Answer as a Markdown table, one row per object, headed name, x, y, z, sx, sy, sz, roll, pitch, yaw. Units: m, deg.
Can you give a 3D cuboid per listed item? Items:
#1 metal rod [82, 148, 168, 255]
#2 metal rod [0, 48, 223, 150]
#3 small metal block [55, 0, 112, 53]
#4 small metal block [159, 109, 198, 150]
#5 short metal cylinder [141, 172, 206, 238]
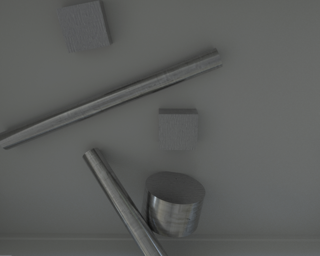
| name | x | y | z | sx | sy | sz | roll | pitch | yaw |
| --- | --- | --- | --- | --- | --- | --- | --- | --- | --- |
| metal rod | -0.010 | 0.150 | 0.384 | 0.025 | 0.025 | 0.299 | -40 | 73 | 13 |
| metal rod | -0.068 | -0.035 | 0.397 | 0.301 | 0.025 | 0.025 | -20 | 109 | 7 |
| small metal block | -0.088 | -0.119 | 0.366 | 0.050 | 0.025 | 0.050 | -10 | 110 | 3 |
| small metal block | 0.023 | 0.002 | 0.412 | 0.050 | 0.025 | 0.050 | 0 | 110 | -1 |
| short metal cylinder | 0.017 | 0.101 | 0.420 | 0.081 | 0.080 | 0.050 | 8 | 110 | -3 |
